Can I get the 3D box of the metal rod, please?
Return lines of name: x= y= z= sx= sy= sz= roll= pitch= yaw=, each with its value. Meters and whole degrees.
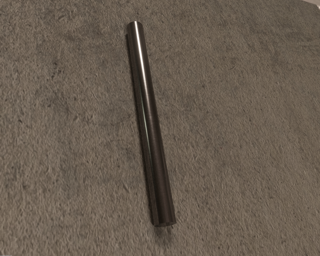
metal rod: x=-0.016 y=-0.024 z=0.410 sx=0.025 sy=0.025 sz=0.299 roll=5 pitch=60 yaw=-26
